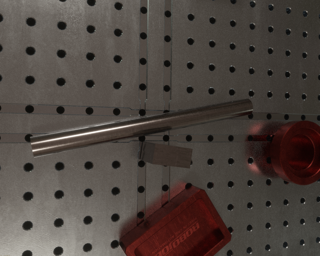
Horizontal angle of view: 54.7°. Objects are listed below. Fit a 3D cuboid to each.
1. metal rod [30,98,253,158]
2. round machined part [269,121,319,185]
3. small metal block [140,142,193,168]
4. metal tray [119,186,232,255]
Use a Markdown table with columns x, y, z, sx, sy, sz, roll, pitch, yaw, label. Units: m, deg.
| x | y | z | sx | sy | sz | roll | pitch | yaw | label |
| --- | --- | --- | --- | --- | --- | --- | --- | --- | --- |
| -0.008 | -0.005 | 0.410 | 0.303 | 0.025 | 0.025 | -11 | 94 | -20 | metal rod |
| 0.212 | 0.037 | 0.484 | 0.099 | 0.042 | 0.097 | 0 | 90 | -21 | round machined part |
| 0.007 | 0.035 | 0.403 | 0.050 | 0.050 | 0.025 | 9 | 87 | -20 | small metal block |
| 0.024 | 0.152 | 0.420 | 0.131 | 0.030 | 0.090 | -34 | 101 | -17 | metal tray |
